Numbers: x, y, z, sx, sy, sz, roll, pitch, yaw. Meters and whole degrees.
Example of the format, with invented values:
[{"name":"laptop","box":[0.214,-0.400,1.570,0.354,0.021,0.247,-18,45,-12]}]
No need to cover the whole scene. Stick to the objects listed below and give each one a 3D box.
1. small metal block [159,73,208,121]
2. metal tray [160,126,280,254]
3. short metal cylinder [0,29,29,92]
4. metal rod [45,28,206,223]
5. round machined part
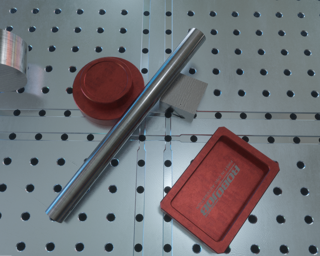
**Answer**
[{"name":"small metal block","box":[0.032,-0.044,0.428,0.050,0.025,0.050,23,71,7]},{"name":"metal tray","box":[0.073,0.074,0.382,0.090,0.030,0.130,37,74,12]},{"name":"short metal cylinder","box":[-0.219,-0.088,0.412,0.081,0.080,0.050,-6,70,-3]},{"name":"metal rod","box":[-0.037,-0.011,0.398,0.025,0.025,0.300,35,80,11]},{"name":"round machined part","box":[-0.070,-0.056,0.422,0.099,0.042,0.098,0,70,-1]}]
